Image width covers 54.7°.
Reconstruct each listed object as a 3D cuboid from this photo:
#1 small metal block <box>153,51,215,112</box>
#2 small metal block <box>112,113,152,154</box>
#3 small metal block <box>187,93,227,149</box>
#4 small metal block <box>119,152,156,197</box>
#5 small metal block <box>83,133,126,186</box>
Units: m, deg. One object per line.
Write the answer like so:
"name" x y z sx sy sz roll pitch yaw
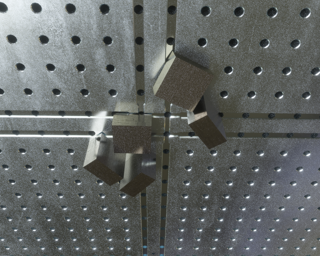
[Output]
"small metal block" 0.026 -0.053 0.360 0.050 0.025 0.050 22 114 -18
"small metal block" -0.037 0.008 0.418 0.050 0.025 0.050 1 130 -2
"small metal block" 0.057 -0.010 0.388 0.025 0.050 0.050 -28 126 22
"small metal block" -0.032 0.063 0.449 0.025 0.050 0.050 33 123 -25
"small metal block" -0.075 0.044 0.432 0.025 0.050 0.050 -32 124 24
